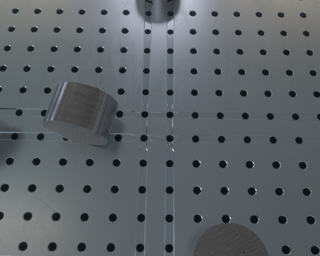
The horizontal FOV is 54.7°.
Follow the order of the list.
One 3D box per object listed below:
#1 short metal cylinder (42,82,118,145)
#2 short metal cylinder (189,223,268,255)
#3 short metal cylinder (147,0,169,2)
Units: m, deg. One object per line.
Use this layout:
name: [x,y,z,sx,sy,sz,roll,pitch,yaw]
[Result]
short metal cylinder: [-0.098,-0.016,0.387,0.080,0.080,0.050,12,71,4]
short metal cylinder: [0.074,0.148,0.345,0.081,0.050,0.080,0,70,0]
short metal cylinder: [-0.003,-0.249,0.489,0.081,0.050,0.080,0,70,0]
